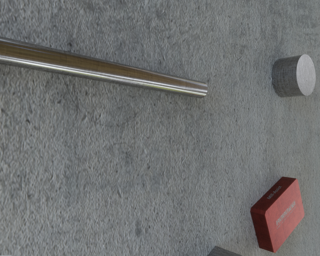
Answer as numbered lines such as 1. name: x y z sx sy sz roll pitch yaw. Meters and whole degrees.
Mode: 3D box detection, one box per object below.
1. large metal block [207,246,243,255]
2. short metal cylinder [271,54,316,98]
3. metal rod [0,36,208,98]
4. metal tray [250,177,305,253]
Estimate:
1. large metal block: 0.098 0.231 0.454 0.081 0.080 0.050 -35 112 -35
2. short metal cylinder: 0.266 -0.102 0.615 0.081 0.050 0.079 0 90 -40
3. metal rod: -0.054 -0.064 0.360 0.302 0.025 0.025 4 88 -40
4. metal tray: 0.230 0.164 0.599 0.131 0.030 0.089 -28 108 -37
